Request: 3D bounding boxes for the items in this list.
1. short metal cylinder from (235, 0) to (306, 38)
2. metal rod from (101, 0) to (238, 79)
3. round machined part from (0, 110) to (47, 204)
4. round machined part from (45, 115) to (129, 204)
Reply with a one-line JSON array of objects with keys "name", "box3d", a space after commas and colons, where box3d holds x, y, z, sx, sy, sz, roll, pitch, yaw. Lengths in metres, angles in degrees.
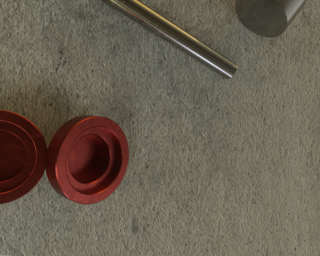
[{"name": "short metal cylinder", "box3d": [0.155, -0.176, 0.437, 0.080, 0.080, 0.050, 42, 77, -15]}, {"name": "metal rod", "box3d": [-0.024, -0.147, 0.399, 0.301, 0.025, 0.025, 27, 81, -18]}, {"name": "round machined part", "box3d": [-0.174, 0.030, 0.336, 0.099, 0.042, 0.097, 0, 90, -20]}, {"name": "round machined part", "box3d": [-0.086, 0.034, 0.354, 0.099, 0.042, 0.097, -9, 102, -48]}]
